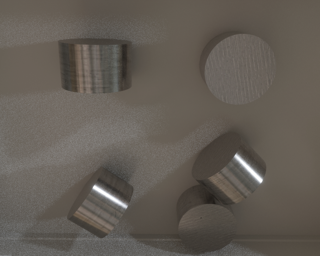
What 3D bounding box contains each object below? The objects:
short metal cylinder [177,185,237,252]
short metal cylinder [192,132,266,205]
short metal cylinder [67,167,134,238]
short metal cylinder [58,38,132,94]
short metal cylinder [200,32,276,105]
[{"bbox_3d":[0.065,0.129,0.446,0.081,0.050,0.079,0,110,0],"label":"short metal cylinder"},{"bbox_3d":[0.088,0.052,0.402,0.080,0.080,0.050,-42,105,14],"label":"short metal cylinder"},{"bbox_3d":[-0.080,0.099,0.418,0.050,0.080,0.080,36,106,-12],"label":"short metal cylinder"},{"bbox_3d":[-0.073,-0.073,0.354,0.081,0.080,0.050,2,110,-1],"label":"short metal cylinder"},{"bbox_3d":[0.090,-0.073,0.372,0.081,0.050,0.079,0,110,0],"label":"short metal cylinder"}]
